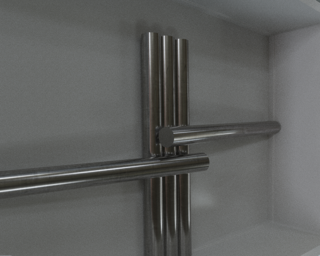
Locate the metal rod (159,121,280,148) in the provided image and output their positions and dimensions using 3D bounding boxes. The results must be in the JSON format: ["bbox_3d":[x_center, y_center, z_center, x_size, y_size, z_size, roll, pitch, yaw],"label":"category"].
[{"bbox_3d":[0.112,0.005,0.479,0.302,0.025,0.025,-3,92,-46],"label":"metal rod"}]

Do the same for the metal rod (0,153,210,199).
[{"bbox_3d":[-0.067,0.049,0.329,0.303,0.025,0.025,-2,91,-34],"label":"metal rod"}]

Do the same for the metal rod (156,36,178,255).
[{"bbox_3d":[0.010,0.029,0.415,0.025,0.025,0.298,-2,91,-40],"label":"metal rod"}]

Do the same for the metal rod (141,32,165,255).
[{"bbox_3d":[-0.009,0.030,0.399,0.025,0.025,0.298,-2,91,-40],"label":"metal rod"}]

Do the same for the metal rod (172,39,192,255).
[{"bbox_3d":[0.030,0.028,0.432,0.025,0.025,0.298,-2,91,-40],"label":"metal rod"}]
